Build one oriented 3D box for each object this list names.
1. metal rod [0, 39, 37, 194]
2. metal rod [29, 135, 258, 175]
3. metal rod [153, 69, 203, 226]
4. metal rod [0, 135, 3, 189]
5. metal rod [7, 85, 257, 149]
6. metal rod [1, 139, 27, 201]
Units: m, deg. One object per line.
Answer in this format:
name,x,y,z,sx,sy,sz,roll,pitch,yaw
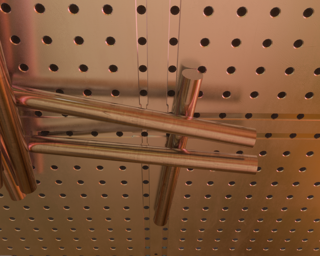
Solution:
metal rod,-0.180,-0.009,0.370,0.025,0.025,0.298,7,137,-6
metal rod,-0.026,0.035,0.414,0.301,0.025,0.025,5,130,6
metal rod,0.019,0.051,0.454,0.025,0.025,0.298,5,130,-5
metal rod,-0.199,-0.041,0.353,0.025,0.025,0.298,10,123,-9
metal rod,-0.036,-0.014,0.375,0.301,0.025,0.025,10,130,0
metal rod,-0.225,-0.006,0.404,0.025,0.025,0.298,1,130,-1
